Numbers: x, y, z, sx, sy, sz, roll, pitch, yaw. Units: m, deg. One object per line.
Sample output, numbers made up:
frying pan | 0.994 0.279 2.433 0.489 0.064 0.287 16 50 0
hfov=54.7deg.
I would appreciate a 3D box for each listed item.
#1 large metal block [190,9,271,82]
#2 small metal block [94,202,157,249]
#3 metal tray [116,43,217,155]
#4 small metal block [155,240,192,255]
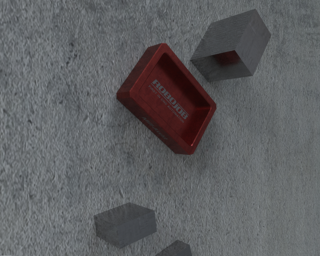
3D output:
large metal block | 0.104 -0.118 0.456 0.050 0.080 0.080 43 64 -32
small metal block | -0.040 0.110 0.355 0.050 0.050 0.025 -11 97 -40
metal tray | 0.015 -0.035 0.413 0.130 0.030 0.090 44 63 -31
small metal block | 0.019 0.191 0.422 0.050 0.025 0.050 -21 104 -38
